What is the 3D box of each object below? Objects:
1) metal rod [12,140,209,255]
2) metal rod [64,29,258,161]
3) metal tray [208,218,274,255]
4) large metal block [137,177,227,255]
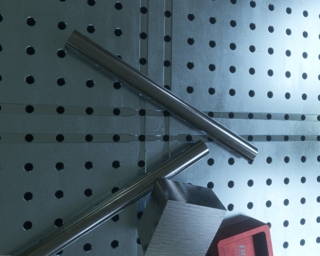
[{"bbox_3d":[-0.063,0.099,0.390,0.302,0.025,0.025,-30,100,-18],"label":"metal rod"},{"bbox_3d":[0.015,-0.035,0.419,0.301,0.025,0.025,31,80,-18],"label":"metal rod"},{"bbox_3d":[0.124,0.211,0.457,0.091,0.030,0.129,-11,94,-20],"label":"metal tray"},{"bbox_3d":[0.026,0.117,0.396,0.081,0.050,0.079,15,106,-21],"label":"large metal block"}]
